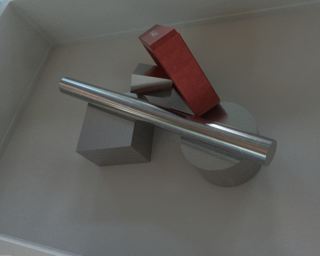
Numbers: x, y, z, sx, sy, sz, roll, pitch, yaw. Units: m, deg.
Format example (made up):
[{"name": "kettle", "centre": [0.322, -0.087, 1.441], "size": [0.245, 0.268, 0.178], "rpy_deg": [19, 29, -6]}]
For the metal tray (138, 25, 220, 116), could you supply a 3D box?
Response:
[{"name": "metal tray", "centre": [0.018, -0.073, 0.365], "size": [0.030, 0.090, 0.130], "rpy_deg": [-35, 22, 4]}]

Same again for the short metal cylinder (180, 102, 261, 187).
[{"name": "short metal cylinder", "centre": [0.069, 0.018, 0.340], "size": [0.080, 0.050, 0.080], "rpy_deg": [-13, 56, 20]}]

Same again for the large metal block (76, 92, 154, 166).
[{"name": "large metal block", "centre": [-0.056, 0.002, 0.415], "size": [0.080, 0.050, 0.080], "rpy_deg": [-7, 59, 24]}]

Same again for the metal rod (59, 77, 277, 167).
[{"name": "metal rod", "centre": [-0.018, -0.019, 0.358], "size": [0.300, 0.025, 0.025], "rpy_deg": [20, 72, 35]}]

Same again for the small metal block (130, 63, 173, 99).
[{"name": "small metal block", "centre": [-0.008, -0.062, 0.401], "size": [0.050, 0.025, 0.050], "rpy_deg": [9, 27, 3]}]
